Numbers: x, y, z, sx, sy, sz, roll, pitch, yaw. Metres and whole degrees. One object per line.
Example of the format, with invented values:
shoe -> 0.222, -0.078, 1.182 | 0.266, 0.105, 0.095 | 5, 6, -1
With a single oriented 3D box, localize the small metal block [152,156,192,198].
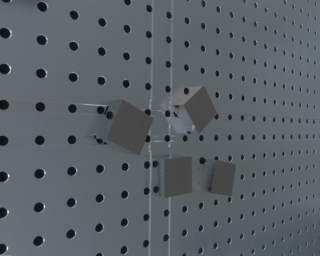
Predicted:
small metal block -> 0.017, 0.065, 0.422 | 0.050, 0.025, 0.050 | -1, 91, -40

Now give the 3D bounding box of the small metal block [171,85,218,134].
small metal block -> 0.051, -0.027, 0.451 | 0.050, 0.025, 0.050 | -44, 117, -31

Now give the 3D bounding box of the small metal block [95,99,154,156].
small metal block -> -0.042, 0.000, 0.373 | 0.050, 0.025, 0.050 | 31, 71, -36

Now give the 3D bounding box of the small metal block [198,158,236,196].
small metal block -> 0.090, 0.077, 0.483 | 0.050, 0.025, 0.050 | 17, 80, -39
